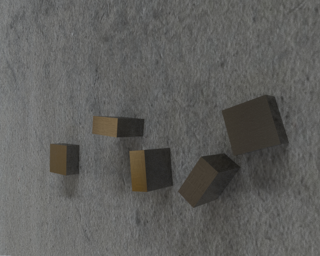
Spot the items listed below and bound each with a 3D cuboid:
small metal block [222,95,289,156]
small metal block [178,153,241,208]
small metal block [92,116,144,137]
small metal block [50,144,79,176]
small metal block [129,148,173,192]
[{"bbox_3d":[0.098,-0.002,0.323,0.050,0.025,0.050,-21,77,37],"label":"small metal block"},{"bbox_3d":[0.055,0.057,0.342,0.025,0.050,0.050,44,116,31],"label":"small metal block"},{"bbox_3d":[-0.058,-0.002,0.435,0.050,0.050,0.025,6,94,39],"label":"small metal block"},{"bbox_3d":[-0.167,0.053,0.539,0.050,0.025,0.050,2,92,39],"label":"small metal block"},{"bbox_3d":[-0.010,0.052,0.395,0.025,0.050,0.050,-7,85,39],"label":"small metal block"}]
